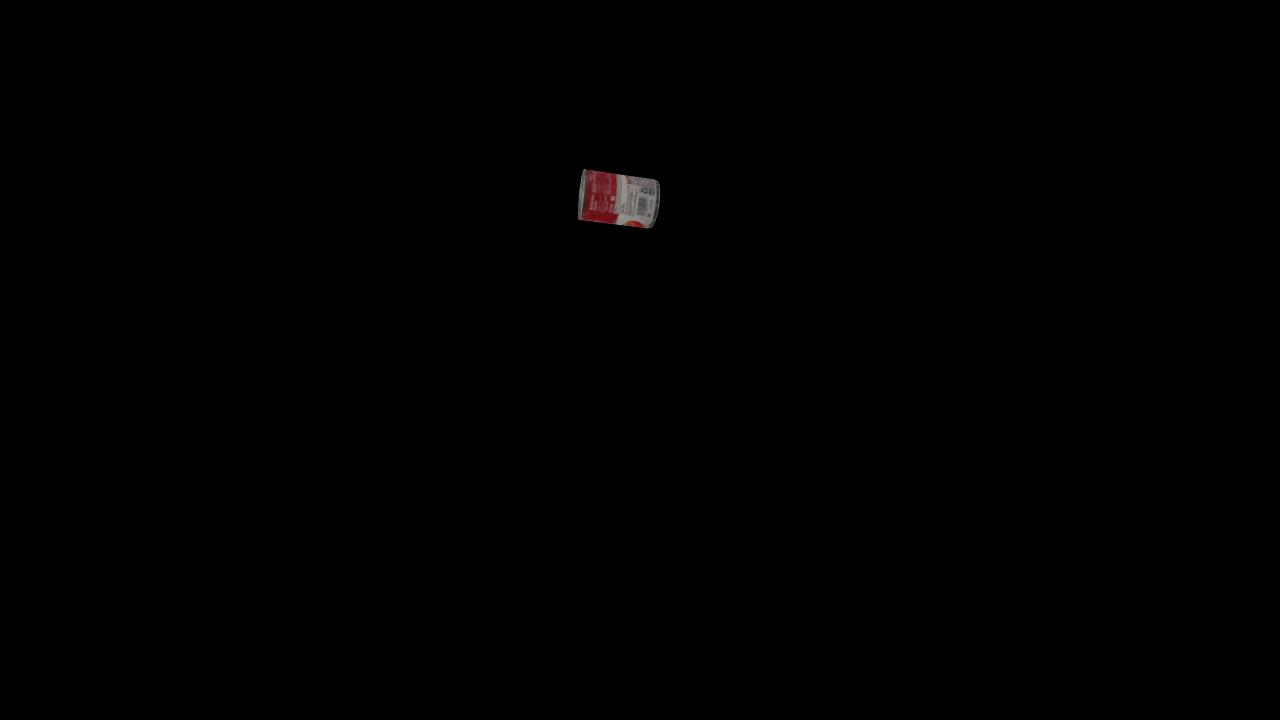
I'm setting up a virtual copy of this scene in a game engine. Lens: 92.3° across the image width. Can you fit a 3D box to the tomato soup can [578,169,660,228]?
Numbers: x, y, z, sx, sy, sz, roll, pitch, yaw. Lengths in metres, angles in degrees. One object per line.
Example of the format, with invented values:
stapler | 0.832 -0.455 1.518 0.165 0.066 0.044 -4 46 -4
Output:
tomato soup can | -0.029 -0.217 0.831 0.101 0.068 0.068 4 -1 -12
